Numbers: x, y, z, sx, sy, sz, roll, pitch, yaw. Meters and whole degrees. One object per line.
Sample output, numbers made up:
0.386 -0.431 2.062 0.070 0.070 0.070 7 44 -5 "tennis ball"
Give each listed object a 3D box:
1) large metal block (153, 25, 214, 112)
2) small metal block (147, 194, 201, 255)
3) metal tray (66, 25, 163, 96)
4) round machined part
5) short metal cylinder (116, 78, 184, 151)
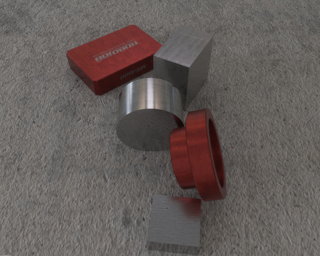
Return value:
0.033 -0.084 0.439 0.050 0.080 0.080 23 54 18 "large metal block"
0.015 0.099 0.320 0.050 0.025 0.050 5 50 4 "small metal block"
-0.068 -0.112 0.494 0.131 0.030 0.090 -31 57 -24 "metal tray"
0.041 0.030 0.335 0.042 0.098 0.098 -11 48 16 "round machined part"
-0.012 -0.015 0.380 0.081 0.080 0.050 -1 50 -1 "short metal cylinder"
